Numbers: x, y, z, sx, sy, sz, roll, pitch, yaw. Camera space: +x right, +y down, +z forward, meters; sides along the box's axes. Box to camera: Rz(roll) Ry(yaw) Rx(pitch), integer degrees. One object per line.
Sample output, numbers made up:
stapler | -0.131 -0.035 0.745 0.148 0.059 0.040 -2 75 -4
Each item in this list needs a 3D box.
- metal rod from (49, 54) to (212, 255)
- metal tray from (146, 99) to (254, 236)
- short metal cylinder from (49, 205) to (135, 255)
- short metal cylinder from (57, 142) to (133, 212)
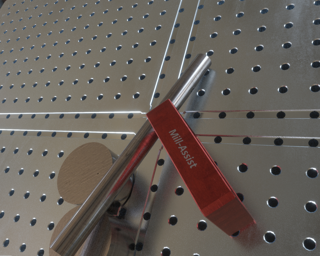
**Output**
metal rod | -0.019 0.014 0.369 0.025 0.025 0.301 17 58 34
metal tray | 0.040 0.039 0.321 0.030 0.090 0.130 -35 51 6
short metal cylinder | -0.076 0.132 0.351 0.080 0.050 0.080 -13 56 21
short metal cylinder | -0.082 0.065 0.396 0.080 0.050 0.080 -13 56 21
